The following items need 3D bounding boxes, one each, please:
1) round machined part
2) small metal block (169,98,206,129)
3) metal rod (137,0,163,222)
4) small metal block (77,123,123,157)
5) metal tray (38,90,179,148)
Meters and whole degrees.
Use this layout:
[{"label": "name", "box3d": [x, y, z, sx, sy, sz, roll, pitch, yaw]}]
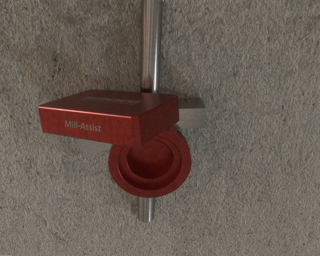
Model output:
[{"label": "round machined part", "box3d": [-0.012, 0.034, 0.385, 0.099, 0.042, 0.097, -1, 114, -2]}, {"label": "small metal block", "box3d": [0.029, -0.020, 0.391, 0.050, 0.050, 0.025, -1, 110, 0]}, {"label": "metal rod", "box3d": [-0.015, -0.008, 0.408, 0.025, 0.025, 0.298, 2, 110, -1]}, {"label": "small metal block", "box3d": [-0.073, 0.008, 0.400, 0.050, 0.050, 0.025, -18, 109, 6]}, {"label": "metal tray", "box3d": [-0.055, -0.016, 0.345, 0.130, 0.091, 0.030, 7, 112, 28]}]
